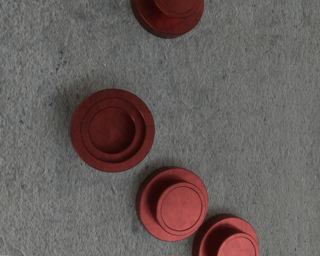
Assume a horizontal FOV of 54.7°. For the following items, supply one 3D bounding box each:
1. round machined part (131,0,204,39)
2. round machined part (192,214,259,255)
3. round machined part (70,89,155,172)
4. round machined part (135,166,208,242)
[{"bbox_3d":[0.014,-0.171,0.405,0.099,0.042,0.097,0,90,-20],"label":"round machined part"},{"bbox_3d":[0.099,0.175,0.436,0.099,0.042,0.097,0,90,-20],"label":"round machined part"},{"bbox_3d":[-0.059,0.003,0.378,0.099,0.042,0.097,0,90,-20],"label":"round machined part"},{"bbox_3d":[0.021,0.101,0.408,0.099,0.042,0.097,0,90,-20],"label":"round machined part"}]
